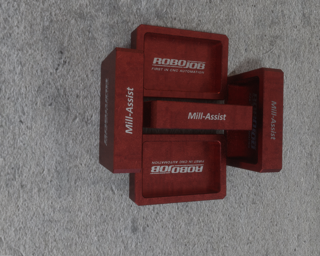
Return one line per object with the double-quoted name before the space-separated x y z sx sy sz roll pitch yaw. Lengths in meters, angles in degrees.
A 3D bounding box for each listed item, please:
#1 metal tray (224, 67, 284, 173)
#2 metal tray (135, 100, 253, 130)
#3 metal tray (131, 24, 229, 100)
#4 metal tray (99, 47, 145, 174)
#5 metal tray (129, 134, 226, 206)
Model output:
"metal tray" 0.124 -0.010 0.421 0.030 0.090 0.129 1 90 -20
"metal tray" 0.038 -0.014 0.391 0.131 0.090 0.030 1 91 -20
"metal tray" 0.027 -0.084 0.417 0.131 0.030 0.089 0 93 -20
"metal tray" -0.047 -0.018 0.358 0.030 0.090 0.129 1 90 -21
"metal tray" 0.026 0.053 0.418 0.131 0.030 0.089 1 89 -20
